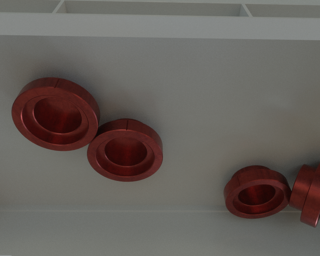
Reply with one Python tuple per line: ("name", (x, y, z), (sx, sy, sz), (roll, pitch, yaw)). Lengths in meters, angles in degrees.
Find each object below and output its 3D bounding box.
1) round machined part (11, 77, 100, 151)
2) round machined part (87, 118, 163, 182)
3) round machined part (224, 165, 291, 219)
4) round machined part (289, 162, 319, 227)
("round machined part", (-0.123, -0.021, 0.379), (0.099, 0.042, 0.097), (-1, 130, 0))
("round machined part", (-0.045, 0.025, 0.419), (0.099, 0.042, 0.097), (-1, 130, 0))
("round machined part", (0.148, 0.096, 0.482), (0.099, 0.042, 0.097), (-1, 130, 0))
("round machined part", (0.223, 0.092, 0.456), (0.042, 0.098, 0.097), (19, 139, 32))
